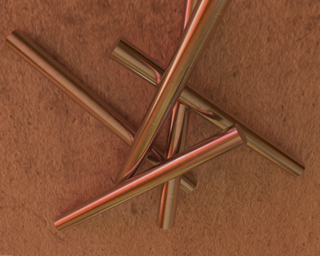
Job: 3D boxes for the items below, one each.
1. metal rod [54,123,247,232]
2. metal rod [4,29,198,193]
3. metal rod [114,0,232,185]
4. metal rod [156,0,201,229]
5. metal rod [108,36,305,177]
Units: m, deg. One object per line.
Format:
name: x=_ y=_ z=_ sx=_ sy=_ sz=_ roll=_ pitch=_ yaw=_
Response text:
metal rod: x=-0.029 y=0.074 z=0.398 sx=0.300 sy=0.025 sz=0.025 roll=-30 pitch=108 yaw=25
metal rod: x=-0.066 y=-0.013 z=0.404 sx=0.300 sy=0.025 sz=0.025 roll=41 pitch=105 yaw=-14
metal rod: x=-0.001 y=-0.019 z=0.338 sx=0.025 sy=0.025 sz=0.298 roll=21 pitch=133 yaw=-8
metal rod: x=0.025 y=-0.013 z=0.387 sx=0.025 sy=0.025 sz=0.298 roll=6 pitch=103 yaw=-3
metal rod: x=0.073 y=-0.013 z=0.375 sx=0.301 sy=0.025 sz=0.025 roll=30 pitch=108 yaw=-23
